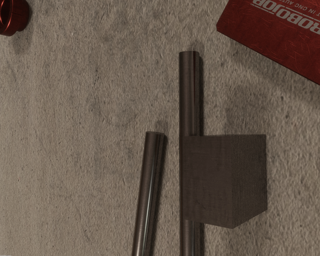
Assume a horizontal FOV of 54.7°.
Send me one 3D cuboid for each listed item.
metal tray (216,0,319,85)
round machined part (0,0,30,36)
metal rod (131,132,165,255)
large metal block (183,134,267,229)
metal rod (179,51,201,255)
[{"bbox_3d":[0.128,-0.108,0.295,0.130,0.030,0.089,41,115,32],"label":"metal tray"},{"bbox_3d":[-0.308,-0.240,0.644,0.098,0.042,0.097,0,90,39],"label":"round machined part"},{"bbox_3d":[-0.024,0.153,0.422,0.025,0.025,0.298,11,97,39],"label":"metal rod"},{"bbox_3d":[0.068,0.047,0.312,0.050,0.081,0.079,-2,89,40],"label":"large metal block"},{"bbox_3d":[0.036,0.059,0.373,0.025,0.025,0.298,-1,90,39],"label":"metal rod"}]
